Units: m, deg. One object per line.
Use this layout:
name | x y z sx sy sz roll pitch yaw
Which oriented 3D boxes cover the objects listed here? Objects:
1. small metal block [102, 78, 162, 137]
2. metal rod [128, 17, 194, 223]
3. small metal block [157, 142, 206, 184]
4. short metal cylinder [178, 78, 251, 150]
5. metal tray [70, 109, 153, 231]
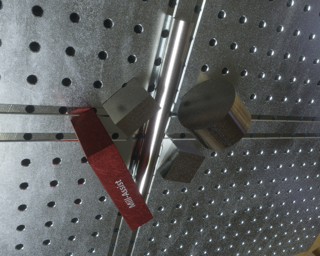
small metal block | -0.034 -0.025 0.361 0.050 0.050 0.025 -41 130 0
metal rod | -0.008 0.008 0.413 0.025 0.025 0.298 0 119 -29
small metal block | 0.032 0.053 0.464 0.050 0.025 0.050 16 110 -35
short metal cylinder | 0.071 -0.018 0.405 0.080 0.080 0.050 -44 130 2
metal tray | -0.057 0.051 0.370 0.030 0.090 0.129 -29 129 -10
